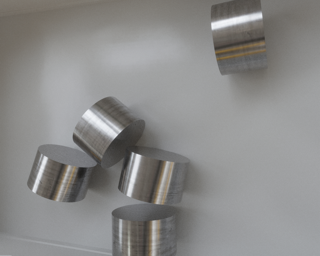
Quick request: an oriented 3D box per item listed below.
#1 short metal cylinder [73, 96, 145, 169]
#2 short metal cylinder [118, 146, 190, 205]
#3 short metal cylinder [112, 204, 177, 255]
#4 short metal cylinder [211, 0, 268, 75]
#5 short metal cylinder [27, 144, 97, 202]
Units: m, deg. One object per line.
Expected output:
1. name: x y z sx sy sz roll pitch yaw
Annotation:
1. short metal cylinder: -0.065 0.006 0.403 0.050 0.080 0.080 39 102 15
2. short metal cylinder: -0.007 0.056 0.383 0.080 0.080 0.050 13 95 19
3. short metal cylinder: -0.019 0.129 0.387 0.080 0.080 0.050 -1 90 19
4. short metal cylinder: 0.091 -0.103 0.349 0.050 0.080 0.080 -6 88 19
5. short metal cylinder: -0.134 0.061 0.427 0.080 0.080 0.050 22 97 18
